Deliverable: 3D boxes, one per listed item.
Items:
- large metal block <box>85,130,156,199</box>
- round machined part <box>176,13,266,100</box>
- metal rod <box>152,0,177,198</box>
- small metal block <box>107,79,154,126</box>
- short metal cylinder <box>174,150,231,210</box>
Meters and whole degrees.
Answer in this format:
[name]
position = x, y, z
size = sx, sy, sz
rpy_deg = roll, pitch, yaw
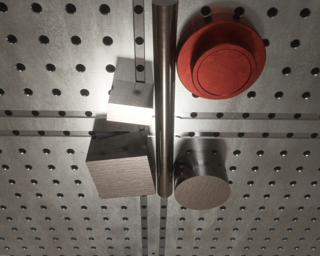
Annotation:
[large metal block]
position = -0.051, 0.053, 0.440
size = 0.080, 0.050, 0.080
rpy_deg = -6, 130, 4
[round machined part]
position = 0.067, -0.070, 0.342
size = 0.099, 0.042, 0.097
rpy_deg = -1, 130, 0
[metal rod]
position = 0.006, -0.011, 0.402
size = 0.025, 0.025, 0.298
rpy_deg = -1, 130, 0
[small metal block]
position = -0.034, -0.031, 0.368
size = 0.050, 0.050, 0.025
rpy_deg = 7, 130, -6
[short metal cylinder]
position = 0.061, 0.078, 0.463
size = 0.081, 0.050, 0.079
rpy_deg = 0, 130, 0
